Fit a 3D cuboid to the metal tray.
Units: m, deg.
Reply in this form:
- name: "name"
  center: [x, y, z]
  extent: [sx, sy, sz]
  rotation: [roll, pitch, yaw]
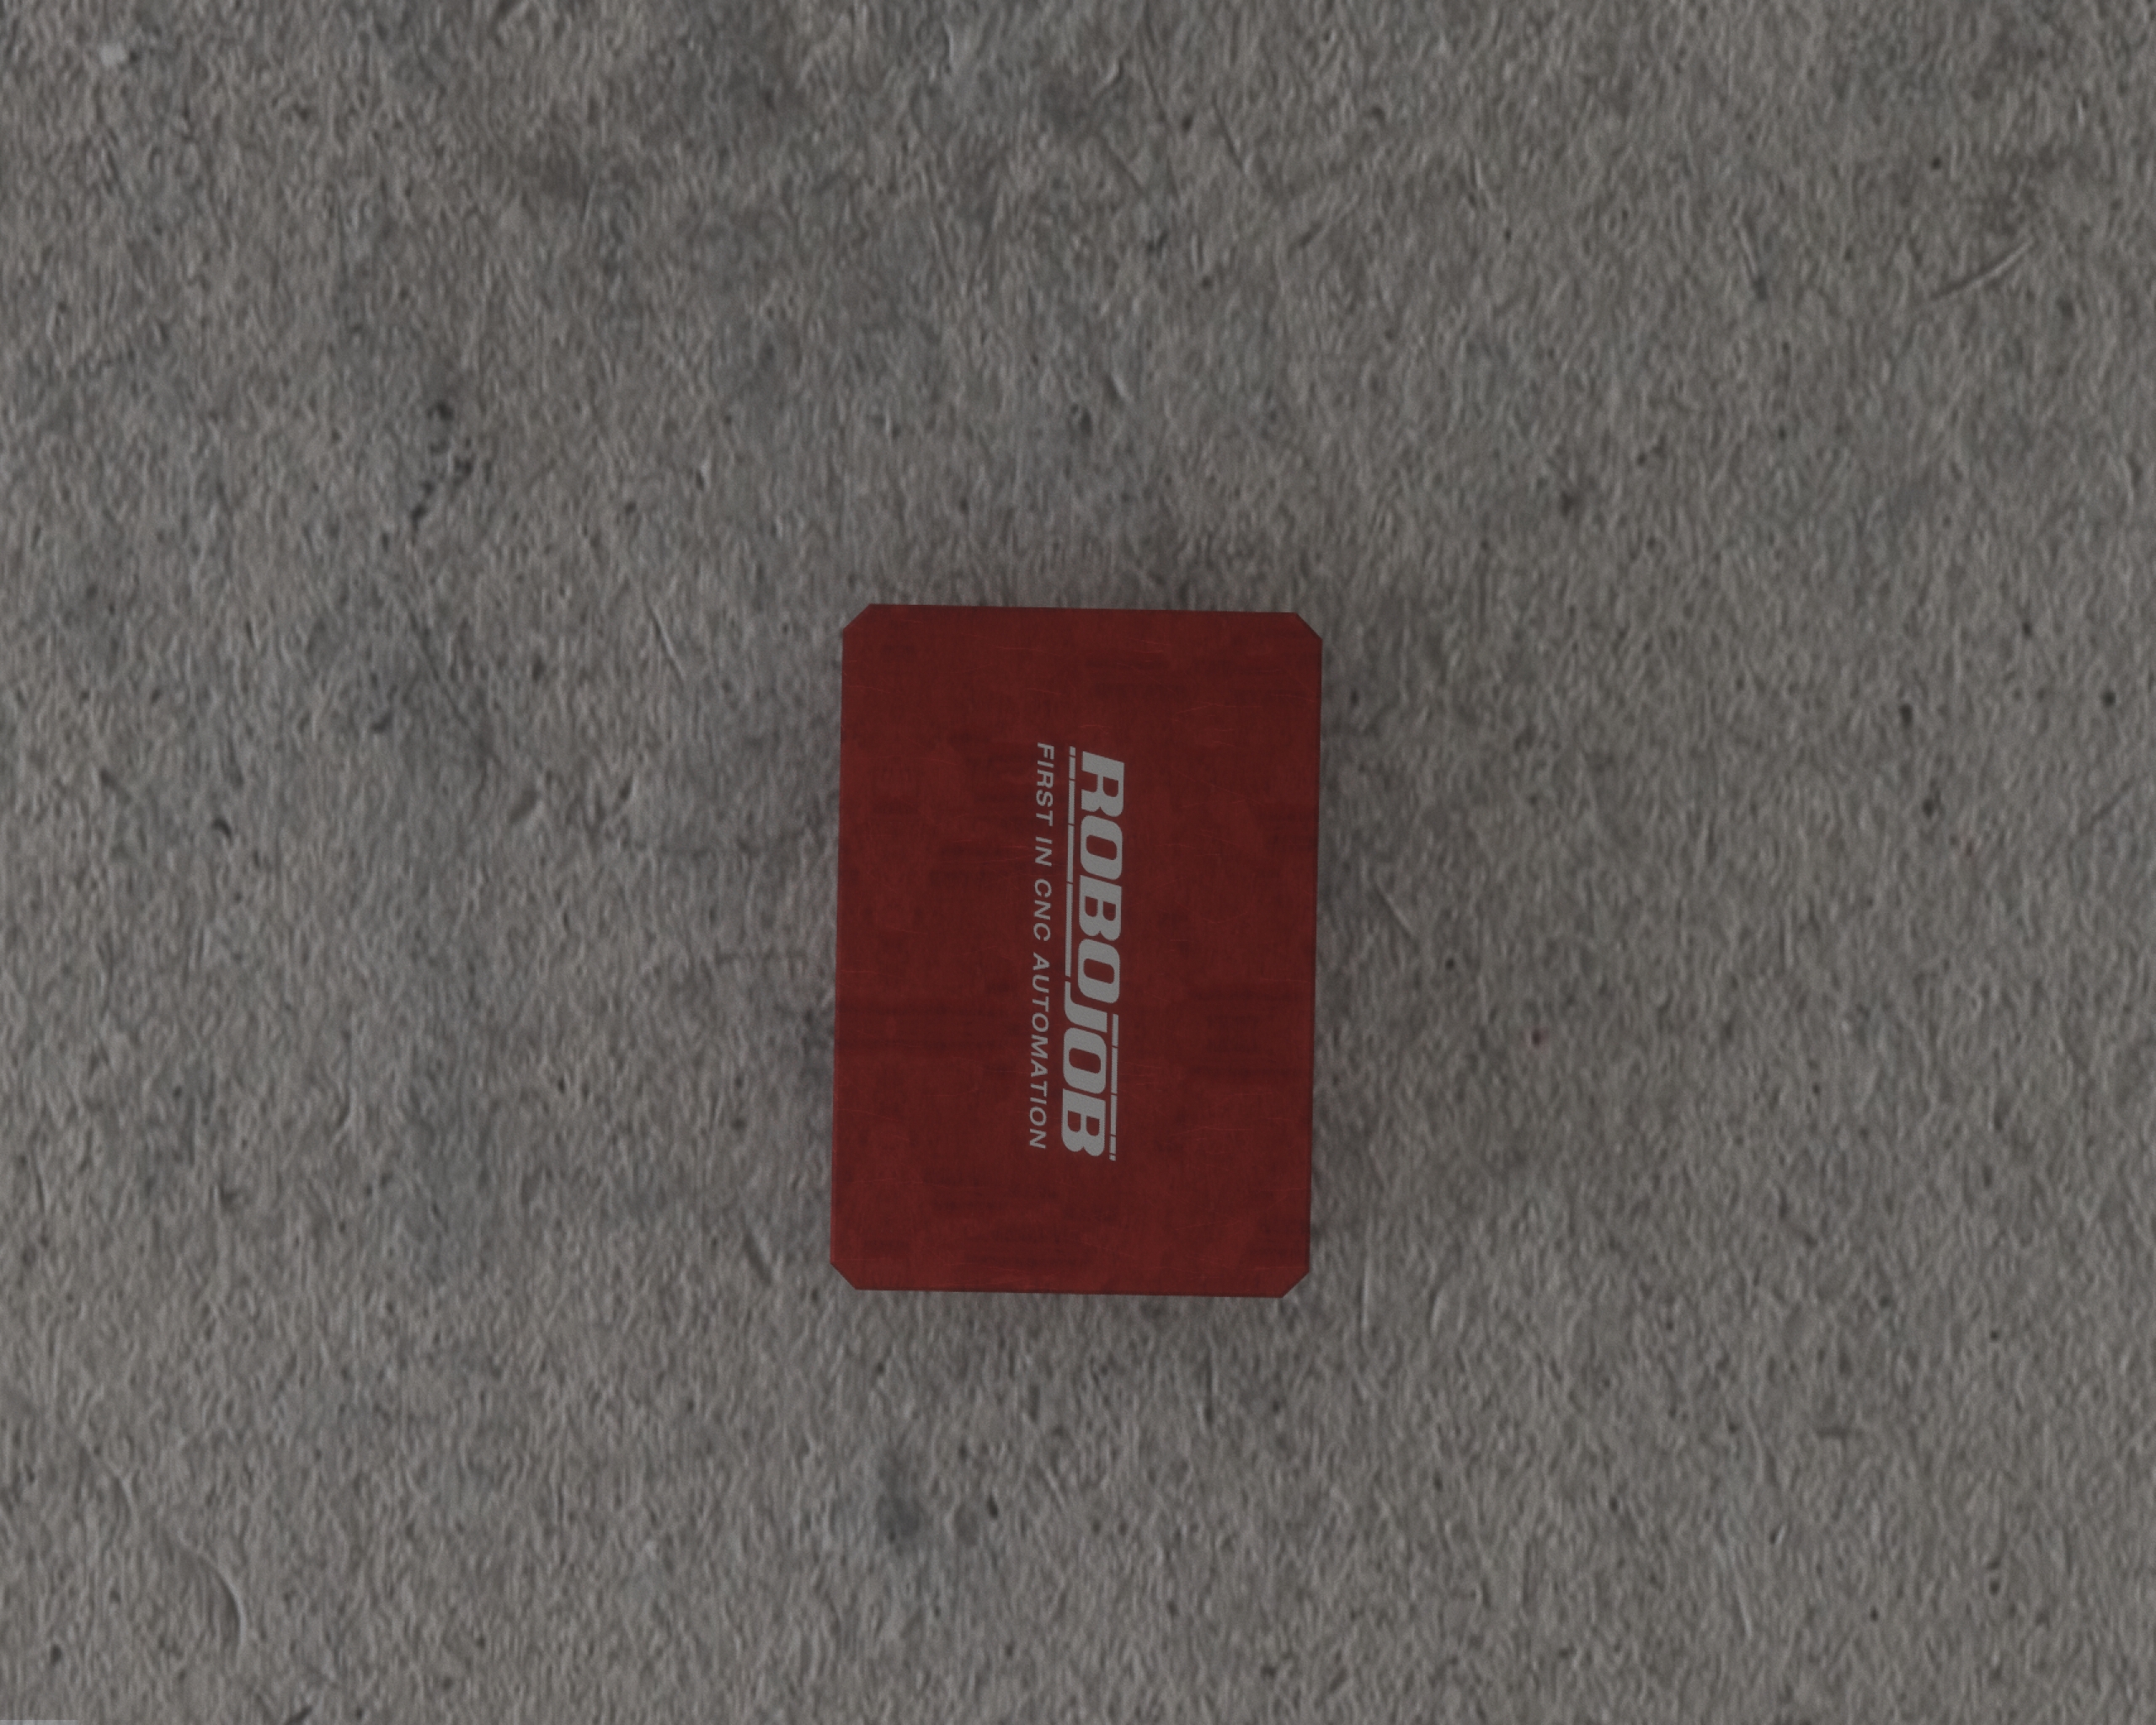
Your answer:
- name: "metal tray"
  center: [0.000, 0.017, 0.407]
  extent: [0.090, 0.030, 0.129]
  rotation: [1, 90, 0]
